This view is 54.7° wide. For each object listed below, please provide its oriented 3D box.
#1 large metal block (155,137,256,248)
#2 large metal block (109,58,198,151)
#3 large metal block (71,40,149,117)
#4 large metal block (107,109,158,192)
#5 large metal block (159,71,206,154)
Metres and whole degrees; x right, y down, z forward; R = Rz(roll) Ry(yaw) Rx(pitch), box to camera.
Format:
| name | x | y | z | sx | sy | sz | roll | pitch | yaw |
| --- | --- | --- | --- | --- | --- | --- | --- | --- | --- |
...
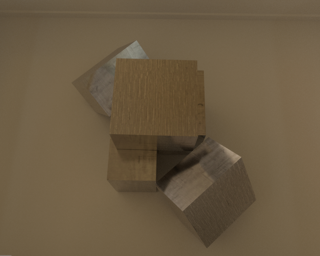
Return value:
| name | x | y | z | sx | sy | sz | roll | pitch | yaw |
| --- | --- | --- | --- | --- | --- | --- | --- | --- | --- |
| large metal block | 0.053 | 0.072 | 0.345 | 0.080 | 0.080 | 0.050 | -40 | 40 | -13 |
| large metal block | -0.004 | -0.022 | 0.317 | 0.080 | 0.050 | 0.080 | 2 | 70 | 0 |
| large metal block | -0.058 | -0.062 | 0.393 | 0.080 | 0.080 | 0.050 | -41 | 110 | -14 |
| large metal block | -0.029 | 0.030 | 0.368 | 0.050 | 0.080 | 0.080 | 1 | 70 | 0 |
| large metal block | 0.025 | -0.016 | 0.384 | 0.050 | 0.080 | 0.080 | 1 | 70 | 0 |
